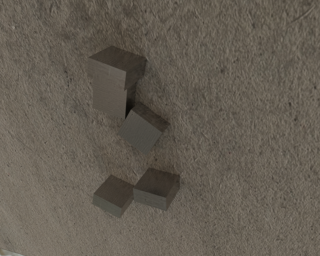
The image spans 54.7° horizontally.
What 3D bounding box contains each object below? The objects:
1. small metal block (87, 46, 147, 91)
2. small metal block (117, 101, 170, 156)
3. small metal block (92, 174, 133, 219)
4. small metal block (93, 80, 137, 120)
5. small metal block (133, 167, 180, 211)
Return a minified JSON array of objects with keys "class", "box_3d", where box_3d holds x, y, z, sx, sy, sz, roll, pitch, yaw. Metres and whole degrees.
[{"class":"small metal block","box_3d":[-0.051,-0.073,0.372,0.050,0.050,0.025,23,127,14]},{"class":"small metal block","box_3d":[-0.023,0.001,0.420,0.050,0.025,0.050,37,129,3]},{"class":"small metal block","box_3d":[-0.072,0.108,0.496,0.050,0.050,0.025,24,127,14]},{"class":"small metal block","box_3d":[-0.061,-0.045,0.411,0.050,0.025,0.050,20,126,16]},{"class":"small metal block","box_3d":[-0.004,0.087,0.447,0.050,0.050,0.025,12,123,22]}]
